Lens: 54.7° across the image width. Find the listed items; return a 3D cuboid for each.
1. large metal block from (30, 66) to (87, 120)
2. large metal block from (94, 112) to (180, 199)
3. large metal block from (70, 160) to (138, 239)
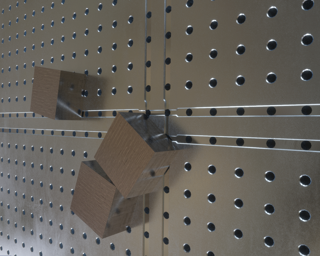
[{"bbox_3d":[-0.177,-0.060,0.536,0.080,0.050,0.079,15,100,38],"label":"large metal block"},{"bbox_3d":[-0.033,0.035,0.419,0.080,0.050,0.080,46,117,30],"label":"large metal block"},{"bbox_3d":[-0.081,0.100,0.457,0.080,0.050,0.079,27,107,36],"label":"large metal block"}]
